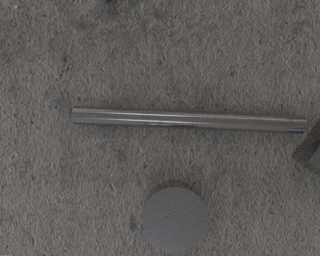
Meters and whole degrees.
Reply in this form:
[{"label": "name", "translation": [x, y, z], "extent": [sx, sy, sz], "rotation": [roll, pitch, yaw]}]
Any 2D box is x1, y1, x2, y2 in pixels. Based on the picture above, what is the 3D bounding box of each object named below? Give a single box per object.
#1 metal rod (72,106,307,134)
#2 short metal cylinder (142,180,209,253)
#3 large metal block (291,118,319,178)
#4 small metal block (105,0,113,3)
[{"label": "metal rod", "translation": [0.038, -0.011, 0.410], "extent": [0.302, 0.025, 0.025], "rotation": [2, 90, -1]}, {"label": "short metal cylinder", "translation": [0.018, 0.111, 0.398], "extent": [0.081, 0.050, 0.080], "rotation": [0, 90, 0]}, {"label": "large metal block", "translation": [0.236, 0.031, 0.400], "extent": [0.080, 0.050, 0.080], "rotation": [36, 90, 0]}, {"label": "small metal block", "translation": [-0.062, -0.203, 0.409], "extent": [0.050, 0.025, 0.050], "rotation": [-28, 90, 0]}]
